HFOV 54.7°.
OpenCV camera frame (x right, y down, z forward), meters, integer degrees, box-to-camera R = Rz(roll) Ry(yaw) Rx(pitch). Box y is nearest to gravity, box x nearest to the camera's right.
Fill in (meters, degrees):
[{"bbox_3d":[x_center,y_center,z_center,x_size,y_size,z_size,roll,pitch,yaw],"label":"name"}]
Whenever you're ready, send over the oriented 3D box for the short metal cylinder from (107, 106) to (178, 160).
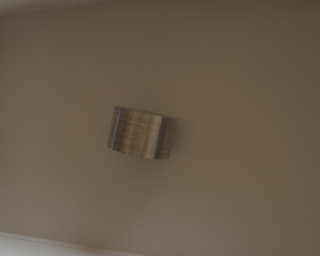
[{"bbox_3d":[-0.022,0.005,0.388,0.080,0.080,0.050,14,95,19],"label":"short metal cylinder"}]
